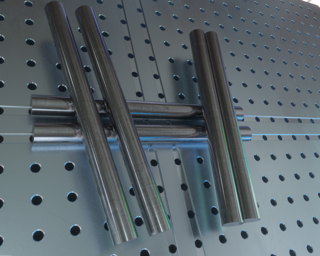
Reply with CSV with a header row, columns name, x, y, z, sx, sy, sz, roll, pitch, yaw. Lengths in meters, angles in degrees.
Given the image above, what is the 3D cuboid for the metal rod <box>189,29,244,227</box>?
name,x,y,z,sx,sy,sz,roll,pitch,yaw
metal rod,0.071,-0.020,0.427,0.025,0.025,0.299,9,58,-24

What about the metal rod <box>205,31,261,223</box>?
name,x,y,z,sx,sy,sz,roll,pitch,yaw
metal rod,0.094,-0.021,0.440,0.025,0.025,0.299,9,58,-24

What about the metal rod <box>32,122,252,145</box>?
name,x,y,z,sx,sy,sz,roll,pitch,yaw
metal rod,-0.002,0.007,0.403,0.302,0.025,0.025,1,62,-28

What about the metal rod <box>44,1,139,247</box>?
name,x,y,z,sx,sy,sz,roll,pitch,yaw
metal rod,-0.083,-0.022,0.345,0.025,0.025,0.299,-8,66,-32

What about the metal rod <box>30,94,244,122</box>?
name,x,y,z,sx,sy,sz,roll,pitch,yaw
metal rod,-0.010,-0.023,0.417,0.302,0.025,0.025,1,62,-28

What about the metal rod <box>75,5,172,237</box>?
name,x,y,z,sx,sy,sz,roll,pitch,yaw
metal rod,-0.050,-0.025,0.364,0.025,0.025,0.299,-8,66,-32
